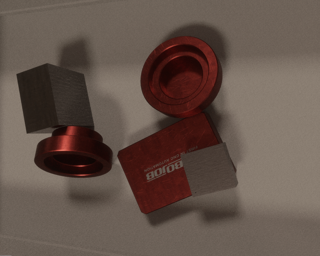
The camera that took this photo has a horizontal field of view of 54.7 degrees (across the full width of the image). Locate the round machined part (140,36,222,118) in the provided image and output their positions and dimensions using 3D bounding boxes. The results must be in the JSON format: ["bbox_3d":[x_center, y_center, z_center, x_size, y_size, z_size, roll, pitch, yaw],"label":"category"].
[{"bbox_3d":[0.029,-0.059,0.383,0.098,0.042,0.098,-6,76,23],"label":"round machined part"}]

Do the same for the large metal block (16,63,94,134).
[{"bbox_3d":[-0.142,-0.037,0.429,0.050,0.080,0.080,-14,85,19],"label":"large metal block"}]

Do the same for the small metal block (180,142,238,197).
[{"bbox_3d":[0.057,0.048,0.358,0.050,0.025,0.050,-18,84,18],"label":"small metal block"}]

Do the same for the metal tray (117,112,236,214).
[{"bbox_3d":[0.020,0.045,0.400,0.130,0.030,0.090,-27,82,17],"label":"metal tray"}]

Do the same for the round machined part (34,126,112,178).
[{"bbox_3d":[-0.113,0.031,0.416,0.098,0.098,0.042,-11,60,19],"label":"round machined part"}]
